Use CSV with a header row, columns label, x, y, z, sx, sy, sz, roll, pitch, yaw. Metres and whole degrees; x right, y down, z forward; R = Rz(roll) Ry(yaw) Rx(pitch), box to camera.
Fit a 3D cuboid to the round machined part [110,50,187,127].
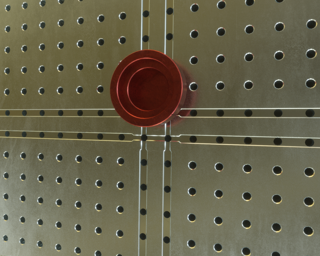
label,x,y,z,sx,sy,sz,roll,pitch,yaw
round machined part,-0.012,-0.050,0.407,0.098,0.042,0.097,0,90,19
